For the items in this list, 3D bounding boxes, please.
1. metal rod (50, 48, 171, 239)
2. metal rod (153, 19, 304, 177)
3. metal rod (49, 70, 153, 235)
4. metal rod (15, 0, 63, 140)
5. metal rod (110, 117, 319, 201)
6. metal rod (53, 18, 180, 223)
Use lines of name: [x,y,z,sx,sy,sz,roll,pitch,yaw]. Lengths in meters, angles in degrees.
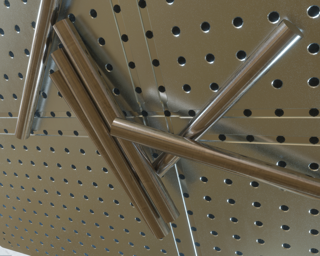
metal rod: [-0.066,0.026,0.440,0.025,0.025,0.299,-23,100,36]
metal rod: [0.050,-0.004,0.382,0.025,0.025,0.298,40,129,1]
metal rod: [-0.075,0.045,0.478,0.025,0.025,0.299,-19,109,35]
metal rod: [-0.180,-0.087,0.453,0.025,0.025,0.298,36,129,4]
metal rod: [0.085,0.041,0.367,0.301,0.025,0.025,17,126,9]
metal rod: [-0.054,-0.004,0.416,0.025,0.025,0.299,-23,100,36]
